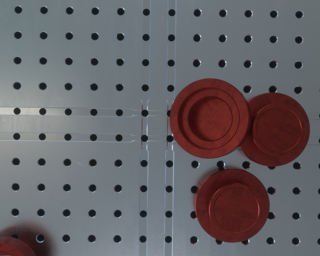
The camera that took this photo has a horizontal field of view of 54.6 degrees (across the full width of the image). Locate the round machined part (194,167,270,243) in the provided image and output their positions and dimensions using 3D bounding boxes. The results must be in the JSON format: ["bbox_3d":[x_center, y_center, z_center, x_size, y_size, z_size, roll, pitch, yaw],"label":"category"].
[{"bbox_3d":[0.095,0.102,0.405,0.099,0.042,0.097,0,90,0],"label":"round machined part"}]

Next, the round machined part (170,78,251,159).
[{"bbox_3d":[0.066,-0.011,0.394,0.098,0.042,0.097,-1,88,23],"label":"round machined part"}]

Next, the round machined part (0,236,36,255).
[{"bbox_3d":[-0.204,0.189,0.404,0.099,0.042,0.097,0,90,0],"label":"round machined part"}]

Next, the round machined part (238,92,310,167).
[{"bbox_3d":[0.148,0.002,0.406,0.099,0.042,0.097,0,90,0],"label":"round machined part"}]
